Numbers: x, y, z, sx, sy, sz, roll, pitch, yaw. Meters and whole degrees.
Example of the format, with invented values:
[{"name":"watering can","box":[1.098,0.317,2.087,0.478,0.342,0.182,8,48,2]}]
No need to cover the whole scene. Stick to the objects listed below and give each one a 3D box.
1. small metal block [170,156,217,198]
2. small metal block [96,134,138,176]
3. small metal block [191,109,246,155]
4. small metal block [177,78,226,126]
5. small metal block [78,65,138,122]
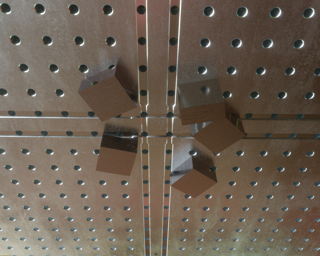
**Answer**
[{"name":"small metal block","box":[0.051,0.077,0.477,0.050,0.025,0.050,32,123,-24]},{"name":"small metal block","box":[-0.062,0.040,0.445,0.050,0.025,0.050,11,129,-10]},{"name":"small metal block","box":[0.077,0.002,0.414,0.050,0.025,0.050,37,121,-27]},{"name":"small metal block","box":[0.048,-0.032,0.368,0.050,0.050,0.025,-8,130,7]},{"name":"small metal block","box":[-0.062,-0.041,0.376,0.050,0.025,0.050,-21,127,17]}]
